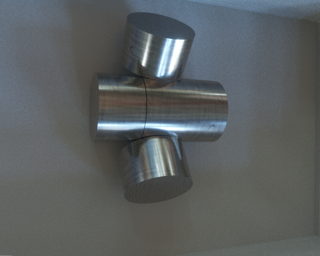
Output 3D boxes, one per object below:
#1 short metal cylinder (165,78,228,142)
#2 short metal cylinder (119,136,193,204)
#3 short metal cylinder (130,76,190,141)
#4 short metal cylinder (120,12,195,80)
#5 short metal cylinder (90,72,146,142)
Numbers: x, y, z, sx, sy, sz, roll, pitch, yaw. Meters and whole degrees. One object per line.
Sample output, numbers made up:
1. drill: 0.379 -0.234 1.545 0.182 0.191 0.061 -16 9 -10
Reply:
1. short metal cylinder: 0.044 -0.022 0.396 0.050 0.080 0.080 1 90 -20
2. short metal cylinder: -0.006 0.052 0.370 0.081 0.080 0.050 0 56 -20
3. short metal cylinder: -0.004 -0.022 0.378 0.050 0.080 0.080 1 90 -20
4. short metal cylinder: -0.004 -0.099 0.370 0.081 0.080 0.050 2 127 -20
5. short metal cylinder: -0.052 -0.023 0.361 0.050 0.080 0.080 1 90 -20
